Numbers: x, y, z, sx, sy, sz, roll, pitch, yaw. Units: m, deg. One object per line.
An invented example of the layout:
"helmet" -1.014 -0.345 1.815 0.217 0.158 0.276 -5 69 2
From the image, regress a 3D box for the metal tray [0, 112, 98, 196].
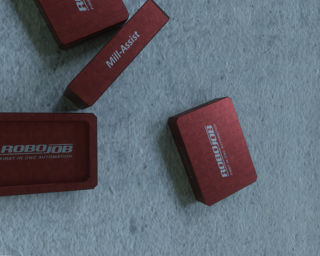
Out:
"metal tray" -0.140 0.028 0.354 0.131 0.030 0.089 -1 90 -21

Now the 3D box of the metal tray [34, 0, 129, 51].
"metal tray" -0.106 -0.170 0.367 0.091 0.030 0.129 -30 100 -18

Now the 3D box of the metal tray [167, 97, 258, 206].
"metal tray" 0.075 0.031 0.436 0.091 0.030 0.129 -23 98 -19

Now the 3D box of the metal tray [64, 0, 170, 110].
"metal tray" -0.053 -0.080 0.355 0.030 0.090 0.130 43 76 -16
